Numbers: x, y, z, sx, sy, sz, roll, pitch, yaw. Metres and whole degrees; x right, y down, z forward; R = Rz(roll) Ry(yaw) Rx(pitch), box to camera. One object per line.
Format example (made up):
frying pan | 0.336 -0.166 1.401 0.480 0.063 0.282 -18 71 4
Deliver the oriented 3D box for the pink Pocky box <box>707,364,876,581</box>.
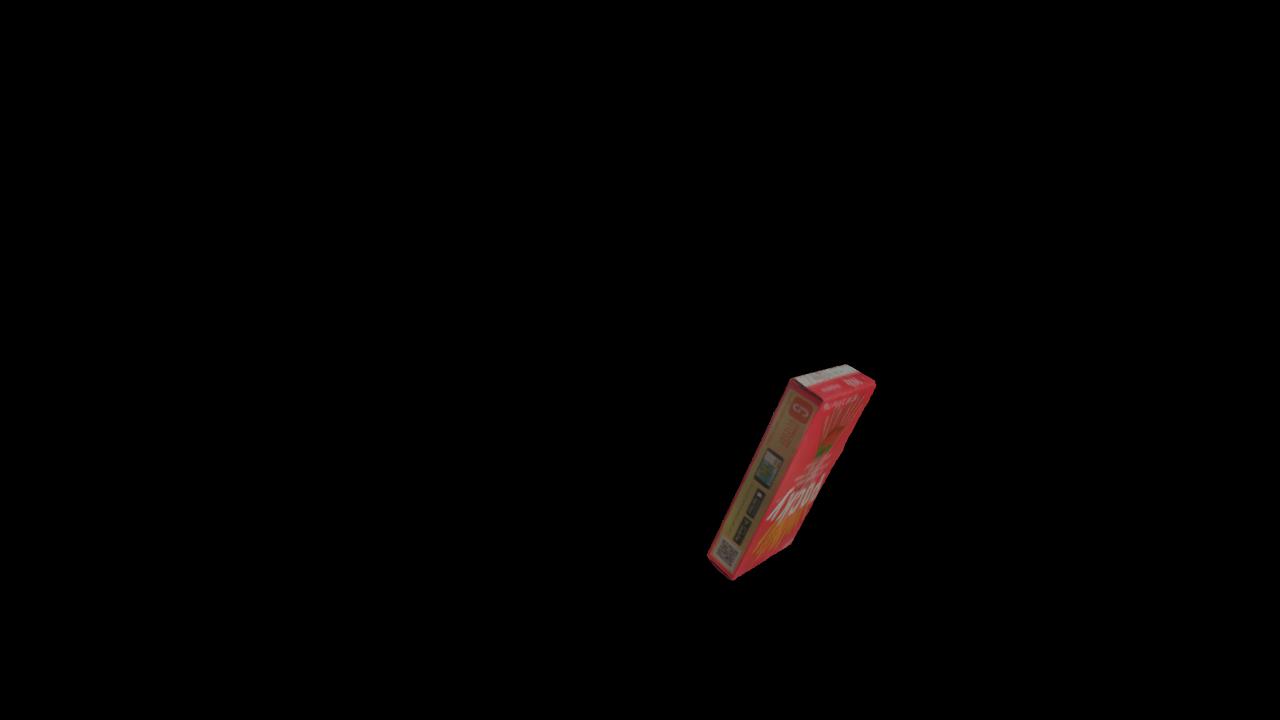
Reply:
pink Pocky box | 0.106 0.079 0.434 0.084 0.155 0.029 -8 35 -47
